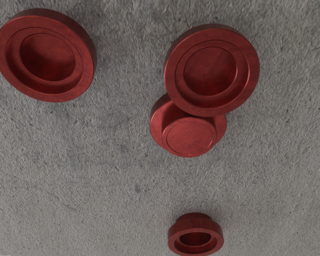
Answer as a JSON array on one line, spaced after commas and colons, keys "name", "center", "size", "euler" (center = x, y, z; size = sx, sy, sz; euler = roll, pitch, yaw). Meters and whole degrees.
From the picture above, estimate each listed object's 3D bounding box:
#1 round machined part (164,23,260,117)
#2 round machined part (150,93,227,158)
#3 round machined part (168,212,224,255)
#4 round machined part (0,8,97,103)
[{"name": "round machined part", "center": [0.053, -0.064, 0.336], "size": [0.099, 0.042, 0.097], "euler": [-1, 122, -1]}, {"name": "round machined part", "center": [0.036, 0.000, 0.396], "size": [0.099, 0.042, 0.097], "euler": [0, 130, 0]}, {"name": "round machined part", "center": [0.063, 0.189, 0.557], "size": [0.099, 0.042, 0.097], "euler": [0, 130, 0]}, {"name": "round machined part", "center": [-0.116, -0.078, 0.328], "size": [0.099, 0.042, 0.097], "euler": [0, 130, 0]}]
